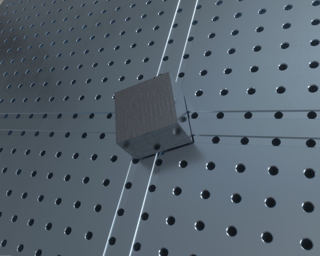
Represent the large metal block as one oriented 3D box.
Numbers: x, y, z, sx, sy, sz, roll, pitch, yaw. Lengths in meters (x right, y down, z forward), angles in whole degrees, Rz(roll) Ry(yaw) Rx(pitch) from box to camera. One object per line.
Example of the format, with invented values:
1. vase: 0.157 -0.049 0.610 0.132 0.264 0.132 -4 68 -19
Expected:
1. large metal block: -0.010 -0.015 0.402 0.080 0.050 0.080 -19 55 17
